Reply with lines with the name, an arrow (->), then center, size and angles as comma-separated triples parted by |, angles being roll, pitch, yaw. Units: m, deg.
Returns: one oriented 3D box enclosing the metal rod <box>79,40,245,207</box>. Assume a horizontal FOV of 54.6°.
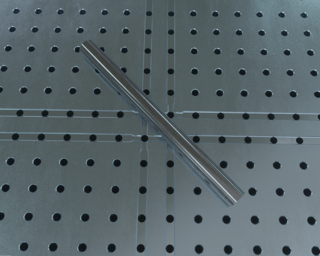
metal rod -> -0.006, -0.015, 0.418 | 0.025, 0.025, 0.300 | -41, 75, -13
